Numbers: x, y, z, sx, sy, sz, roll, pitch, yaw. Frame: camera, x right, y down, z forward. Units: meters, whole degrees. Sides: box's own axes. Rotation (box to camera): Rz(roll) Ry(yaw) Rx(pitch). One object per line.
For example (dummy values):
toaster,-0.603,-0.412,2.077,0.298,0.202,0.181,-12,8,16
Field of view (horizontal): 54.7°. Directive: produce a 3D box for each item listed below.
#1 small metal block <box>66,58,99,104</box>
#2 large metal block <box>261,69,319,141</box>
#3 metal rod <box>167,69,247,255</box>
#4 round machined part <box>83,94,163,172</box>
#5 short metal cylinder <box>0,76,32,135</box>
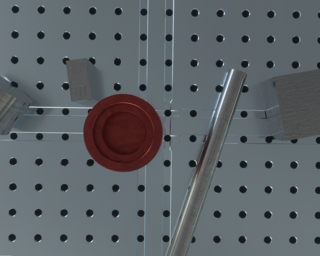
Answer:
small metal block,-0.098,-0.059,0.400,0.025,0.050,0.050,-8,90,0
large metal block,0.186,-0.030,0.403,0.080,0.050,0.080,-10,90,-1
metal rod,0.057,0.067,0.414,0.025,0.025,0.298,19,90,-1
round machined part,-0.046,0.006,0.404,0.099,0.042,0.097,0,90,-1
short metal cylinder,-0.209,-0.035,0.383,0.080,0.080,0.050,37,90,-1
